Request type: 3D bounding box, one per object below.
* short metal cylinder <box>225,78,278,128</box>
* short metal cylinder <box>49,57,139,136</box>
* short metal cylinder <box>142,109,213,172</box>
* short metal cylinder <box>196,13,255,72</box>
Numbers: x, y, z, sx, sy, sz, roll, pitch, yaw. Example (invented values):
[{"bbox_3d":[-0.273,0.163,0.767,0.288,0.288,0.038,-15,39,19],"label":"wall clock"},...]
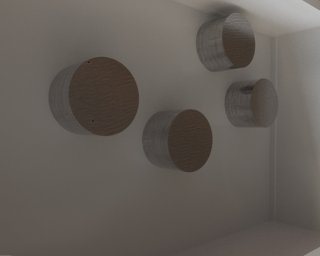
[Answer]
[{"bbox_3d":[0.154,-0.041,0.519,0.081,0.050,0.080,0,90,-40],"label":"short metal cylinder"},{"bbox_3d":[-0.070,-0.032,0.331,0.081,0.050,0.080,0,90,-40],"label":"short metal cylinder"},{"bbox_3d":[0.024,0.016,0.410,0.081,0.050,0.080,0,90,-40],"label":"short metal cylinder"},{"bbox_3d":[0.101,-0.129,0.475,0.081,0.050,0.080,0,90,-40],"label":"short metal cylinder"}]
